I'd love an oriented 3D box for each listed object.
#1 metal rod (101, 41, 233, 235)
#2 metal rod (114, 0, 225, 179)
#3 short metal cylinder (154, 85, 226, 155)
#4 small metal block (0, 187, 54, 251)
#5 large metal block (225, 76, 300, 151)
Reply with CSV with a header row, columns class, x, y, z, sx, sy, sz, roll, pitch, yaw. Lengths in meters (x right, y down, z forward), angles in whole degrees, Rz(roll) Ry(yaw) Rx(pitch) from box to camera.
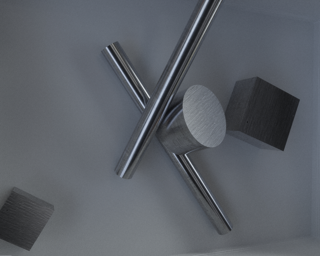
class,x,y,z,sx,sy,sz,roll,pitch,yaw
metal rod,0.015,0.022,0.417,0.025,0.025,0.299,-36,102,-17
metal rod,0.019,-0.068,0.352,0.025,0.025,0.298,21,108,-19
short metal cylinder,0.039,-0.009,0.397,0.081,0.050,0.080,17,65,-39
small metal block,-0.157,0.103,0.353,0.050,0.025,0.050,33,79,-17
large metal block,0.145,-0.019,0.453,0.080,0.050,0.080,23,82,-19
